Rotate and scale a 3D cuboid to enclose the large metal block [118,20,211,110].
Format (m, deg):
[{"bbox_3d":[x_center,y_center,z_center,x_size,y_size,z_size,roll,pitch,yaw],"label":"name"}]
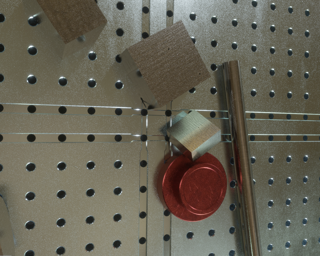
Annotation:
[{"bbox_3d":[0.005,-0.079,0.401,0.080,0.050,0.080,-33,101,-17],"label":"large metal block"}]

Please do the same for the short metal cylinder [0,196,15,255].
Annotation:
[{"bbox_3d":[-0.184,0.116,0.316,0.050,0.080,0.080,-12,94,-20],"label":"short metal cylinder"}]

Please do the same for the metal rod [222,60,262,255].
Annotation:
[{"bbox_3d":[0.122,0.052,0.457,0.025,0.025,0.298,-9,93,-20],"label":"metal rod"}]

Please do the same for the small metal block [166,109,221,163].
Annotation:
[{"bbox_3d":[0.045,0.010,0.414,0.050,0.050,0.025,-36,144,-17],"label":"small metal block"}]

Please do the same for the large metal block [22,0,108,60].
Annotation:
[{"bbox_3d":[-0.108,-0.130,0.343,0.050,0.080,0.080,-35,102,-16],"label":"large metal block"}]

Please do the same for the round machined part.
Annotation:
[{"bbox_3d":[0.050,0.079,0.422,0.099,0.042,0.097,0,90,-20],"label":"round machined part"}]
